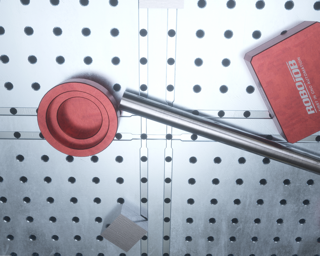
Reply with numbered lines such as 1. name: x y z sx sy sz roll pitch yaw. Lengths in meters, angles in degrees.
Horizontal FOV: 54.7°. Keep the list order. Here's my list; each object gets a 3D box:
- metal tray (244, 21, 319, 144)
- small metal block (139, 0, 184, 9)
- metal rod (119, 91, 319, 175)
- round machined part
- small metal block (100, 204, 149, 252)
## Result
1. metal tray: 0.176 -0.055 0.392 0.090 0.030 0.130 -28 108 10
2. small metal block: 0.002 -0.163 0.353 0.050 0.025 0.050 0 110 -1
3. metal rod: 0.093 0.010 0.417 0.302 0.025 0.025 18 109 -7
4. round machined part: -0.100 -0.015 0.398 0.099 0.042 0.097 0 110 0
5. small metal block: -0.053 0.151 0.469 0.050 0.025 0.050 38 106 -13
